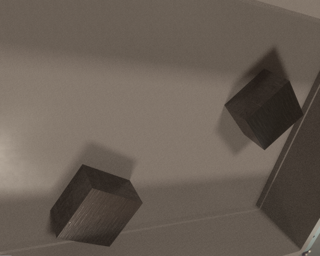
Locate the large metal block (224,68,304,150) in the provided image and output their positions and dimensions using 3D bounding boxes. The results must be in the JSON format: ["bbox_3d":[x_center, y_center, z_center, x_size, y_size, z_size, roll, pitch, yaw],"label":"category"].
[{"bbox_3d":[0.157,-0.027,0.464,0.080,0.050,0.080,-43,130,1],"label":"large metal block"}]

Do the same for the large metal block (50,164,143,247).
[{"bbox_3d":[-0.085,0.105,0.412,0.080,0.050,0.080,28,103,-38],"label":"large metal block"}]
